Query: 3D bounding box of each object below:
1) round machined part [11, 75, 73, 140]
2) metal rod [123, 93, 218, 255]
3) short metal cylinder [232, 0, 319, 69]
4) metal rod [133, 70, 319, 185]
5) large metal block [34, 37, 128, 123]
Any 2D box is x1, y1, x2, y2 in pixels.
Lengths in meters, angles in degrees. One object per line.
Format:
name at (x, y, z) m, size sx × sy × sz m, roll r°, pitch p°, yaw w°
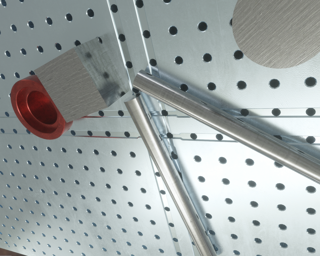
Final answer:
round machined part at (-0.170, -0.034, 0.466) m, size 0.098 × 0.042 × 0.097 m, roll 13°, pitch 124°, yaw 20°
metal rod at (0.024, 0.088, 0.451) m, size 0.025 × 0.025 × 0.299 m, roll -13°, pitch 112°, yaw 33°
short metal cylinder at (0.110, -0.099, 0.275) m, size 0.080 × 0.050 × 0.079 m, roll 13°, pitch 124°, yaw 20°
metal rod at (0.103, 0.009, 0.361) m, size 0.301 × 0.025 × 0.025 m, roll 28°, pitch 128°, yaw 9°
large metal block at (-0.103, -0.062, 0.409) m, size 0.080 × 0.050 × 0.080 m, roll -16°, pitch 110°, yaw 34°
